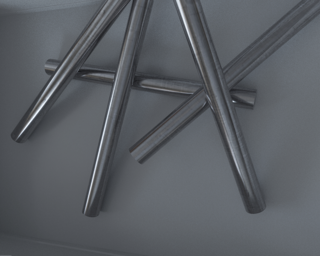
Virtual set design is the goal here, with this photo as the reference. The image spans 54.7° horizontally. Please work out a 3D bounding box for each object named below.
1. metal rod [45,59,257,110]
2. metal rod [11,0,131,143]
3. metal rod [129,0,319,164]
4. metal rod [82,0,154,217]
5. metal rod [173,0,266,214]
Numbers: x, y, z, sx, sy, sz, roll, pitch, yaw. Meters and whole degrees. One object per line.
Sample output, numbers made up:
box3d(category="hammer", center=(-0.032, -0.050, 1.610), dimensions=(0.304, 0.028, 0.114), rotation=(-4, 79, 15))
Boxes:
box3d(category="metal rod", center=(-0.026, -0.063, 0.418), dimensions=(0.301, 0.025, 0.025), rotation=(12, 94, 19))
box3d(category="metal rod", center=(-0.126, -0.079, 0.422), dimensions=(0.299, 0.025, 0.025), rotation=(-44, 76, 26))
box3d(category="metal rod", center=(0.084, -0.063, 0.357), dimensions=(0.300, 0.025, 0.025), rotation=(-41, 77, 6))
box3d(category="metal rod", center=(-0.059, -0.018, 0.409), dimensions=(0.025, 0.025, 0.298), rotation=(21, 104, 18))
box3d(category="metal rod", center=(0.062, -0.039, 0.334), dimensions=(0.025, 0.025, 0.298), rotation=(-17, 105, 19))
